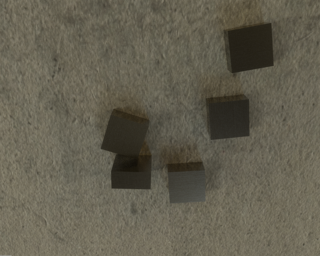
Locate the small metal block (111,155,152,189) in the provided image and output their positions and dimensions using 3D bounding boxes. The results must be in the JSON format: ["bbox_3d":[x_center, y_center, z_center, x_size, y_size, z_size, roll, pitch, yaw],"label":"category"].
[{"bbox_3d":[-0.037,0.058,0.417,0.050,0.050,0.025,2,110,-1],"label":"small metal block"}]

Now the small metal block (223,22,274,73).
[{"bbox_3d":[0.107,-0.097,0.375,0.050,0.025,0.050,-10,110,3],"label":"small metal block"}]

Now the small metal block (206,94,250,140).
[{"bbox_3d":[0.089,-0.014,0.406,0.050,0.025,0.050,-6,110,2],"label":"small metal block"}]

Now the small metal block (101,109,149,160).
[{"bbox_3d":[-0.046,0.008,0.412,0.050,0.025,0.050,17,109,-7],"label":"small metal block"}]

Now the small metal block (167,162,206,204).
[{"bbox_3d":[0.037,0.077,0.439,0.050,0.025,0.050,-4,110,1],"label":"small metal block"}]
